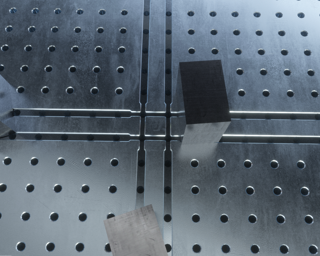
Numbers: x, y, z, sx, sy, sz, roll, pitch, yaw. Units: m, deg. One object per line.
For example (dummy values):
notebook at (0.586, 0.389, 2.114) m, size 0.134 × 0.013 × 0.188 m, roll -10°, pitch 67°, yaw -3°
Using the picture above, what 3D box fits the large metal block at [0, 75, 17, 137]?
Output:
large metal block at (-0.230, -0.036, 0.393) m, size 0.050 × 0.080 × 0.080 m, roll -16°, pitch 71°, yaw -6°

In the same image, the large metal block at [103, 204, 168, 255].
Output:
large metal block at (-0.020, 0.133, 0.334) m, size 0.050 × 0.080 × 0.080 m, roll -17°, pitch 71°, yaw -6°

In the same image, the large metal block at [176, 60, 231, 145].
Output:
large metal block at (0.051, -0.030, 0.394) m, size 0.050 × 0.080 × 0.080 m, roll -4°, pitch 70°, yaw -2°
